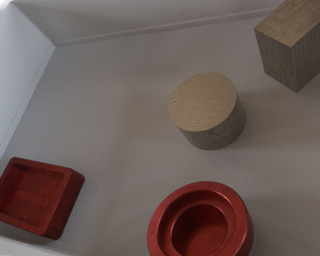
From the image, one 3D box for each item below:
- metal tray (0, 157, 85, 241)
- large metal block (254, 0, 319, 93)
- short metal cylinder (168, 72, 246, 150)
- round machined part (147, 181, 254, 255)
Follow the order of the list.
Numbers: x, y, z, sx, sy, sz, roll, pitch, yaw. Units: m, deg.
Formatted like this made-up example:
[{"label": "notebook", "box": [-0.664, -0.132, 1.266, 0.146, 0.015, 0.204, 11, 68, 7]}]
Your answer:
[{"label": "metal tray", "box": [-0.178, 0.094, 0.435, 0.130, 0.030, 0.090, 5, 64, 30]}, {"label": "large metal block", "box": [0.160, -0.100, 0.348, 0.080, 0.080, 0.050, -42, 51, -1]}, {"label": "short metal cylinder", "box": [0.057, -0.020, 0.371, 0.080, 0.050, 0.080, -13, 56, 20]}, {"label": "round machined part", "box": [0.041, 0.103, 0.298, 0.098, 0.042, 0.098, -19, 36, 15]}]
